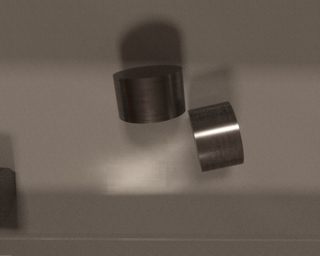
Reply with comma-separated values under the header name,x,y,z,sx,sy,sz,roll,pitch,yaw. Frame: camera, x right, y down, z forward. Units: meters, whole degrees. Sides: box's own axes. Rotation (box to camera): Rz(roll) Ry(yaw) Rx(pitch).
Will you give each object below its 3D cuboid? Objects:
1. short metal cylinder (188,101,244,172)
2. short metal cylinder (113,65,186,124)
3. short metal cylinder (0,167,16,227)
name,x,y,z,sx,sy,sz,roll,pitch,yaw
short metal cylinder,0.068,0.011,0.387,0.050,0.080,0.079,-13,110,4
short metal cylinder,-0.012,-0.042,0.366,0.080,0.080,0.050,-6,110,1
short metal cylinder,-0.235,0.091,0.412,0.050,0.080,0.079,6,110,-3
